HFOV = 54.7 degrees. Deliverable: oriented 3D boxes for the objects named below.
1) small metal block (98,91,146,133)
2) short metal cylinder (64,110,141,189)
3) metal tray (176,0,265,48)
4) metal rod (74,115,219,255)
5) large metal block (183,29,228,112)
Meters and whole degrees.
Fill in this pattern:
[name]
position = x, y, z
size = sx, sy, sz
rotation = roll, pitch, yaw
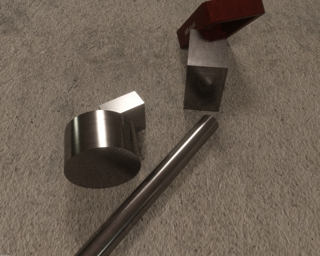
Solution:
[small metal block]
position = -0.047, -0.013, 0.397
size = 0.050, 0.050, 0.025
rotation = -25, 55, -20
[short metal cylinder]
position = -0.065, 0.025, 0.345
size = 0.081, 0.080, 0.050
rotation = -8, 51, -7
[metal tray]
position = 0.088, -0.163, 0.481
size = 0.091, 0.130, 0.030
rotation = -15, 93, -13
[metal rod]
position = -0.025, 0.083, 0.332
size = 0.025, 0.025, 0.301
rotation = 31, 56, 23
[large metal block]
position = 0.063, -0.080, 0.436
size = 0.050, 0.080, 0.080
rotation = 5, 50, 4
